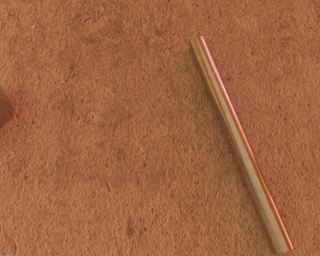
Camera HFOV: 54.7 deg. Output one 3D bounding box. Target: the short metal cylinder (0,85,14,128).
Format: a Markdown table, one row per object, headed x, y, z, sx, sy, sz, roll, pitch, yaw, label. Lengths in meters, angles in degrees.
| x | y | z | sx | sy | sz | roll | pitch | yaw | label |
| --- | --- | --- | --- | --- | --- | --- | --- | --- | --- |
| -0.236 | -0.030 | 0.388 | 0.080 | 0.080 | 0.050 | -34 | 74 | -12 | short metal cylinder |

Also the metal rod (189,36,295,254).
| x | y | z | sx | sy | sz | roll | pitch | yaw | label |
| --- | --- | --- | --- | --- | --- | --- | --- | --- | --- |
| 0.099 | 0.007 | 0.406 | 0.025 | 0.025 | 0.299 | -16 | 71 | -6 | metal rod |
